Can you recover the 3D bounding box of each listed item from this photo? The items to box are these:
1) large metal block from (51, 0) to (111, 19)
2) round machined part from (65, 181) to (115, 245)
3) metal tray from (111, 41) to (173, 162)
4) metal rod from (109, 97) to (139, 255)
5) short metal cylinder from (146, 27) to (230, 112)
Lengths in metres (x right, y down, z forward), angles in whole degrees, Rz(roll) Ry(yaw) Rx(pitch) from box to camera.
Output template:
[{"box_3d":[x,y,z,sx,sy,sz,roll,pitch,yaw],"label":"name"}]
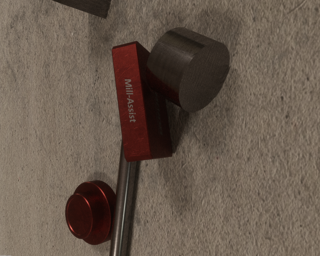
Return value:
[{"box_3d":[-0.115,-0.218,0.462,0.050,0.081,0.079,31,109,35],"label":"large metal block"},{"box_3d":[-0.110,0.133,0.482,0.098,0.042,0.097,0,90,39],"label":"round machined part"},{"box_3d":[-0.018,-0.027,0.372,0.030,0.090,0.129,-10,84,16],"label":"metal tray"},{"box_3d":[-0.051,0.096,0.444,0.025,0.025,0.298,11,97,39],"label":"metal rod"},{"box_3d":[0.031,-0.064,0.342,0.050,0.081,0.079,35,112,34],"label":"short metal cylinder"}]
